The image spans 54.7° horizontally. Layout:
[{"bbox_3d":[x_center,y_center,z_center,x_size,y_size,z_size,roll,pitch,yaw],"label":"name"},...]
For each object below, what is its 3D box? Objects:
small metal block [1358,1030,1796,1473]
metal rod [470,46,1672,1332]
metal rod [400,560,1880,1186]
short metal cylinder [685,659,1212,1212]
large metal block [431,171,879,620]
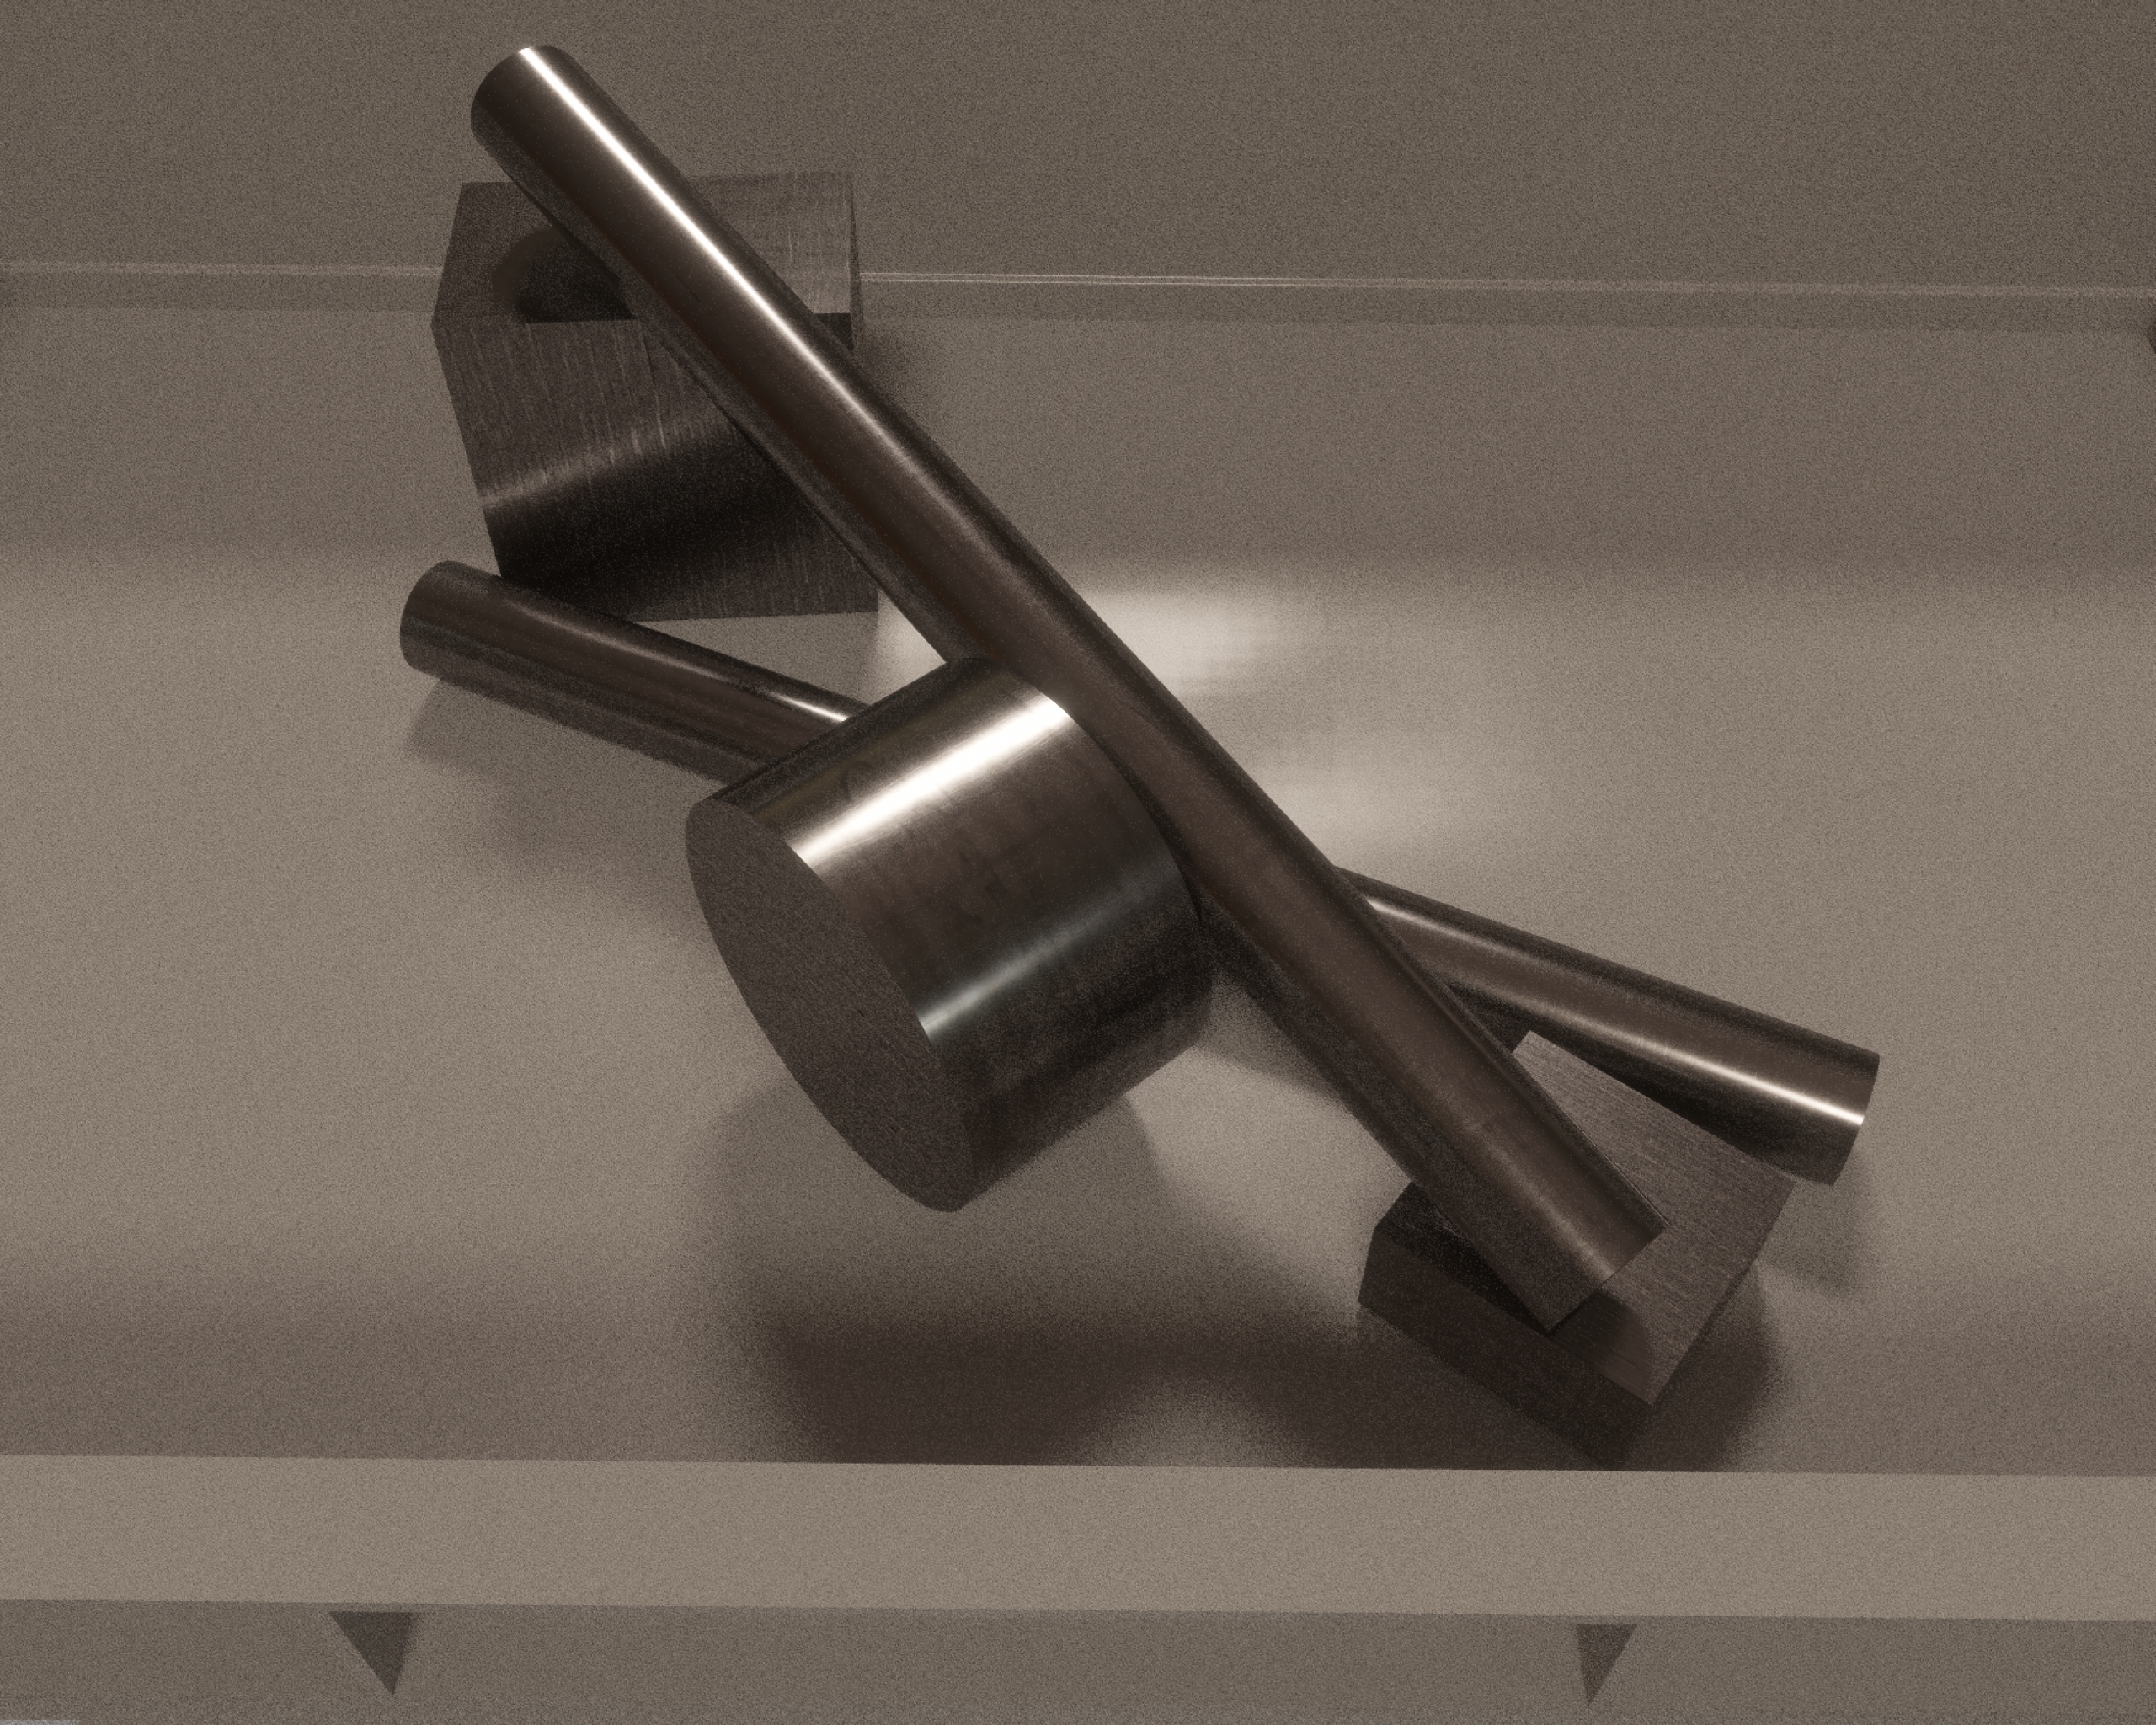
[{"bbox_3d":[0.083,0.064,0.351,0.050,0.025,0.050,31,56,23],"label":"small metal block"},{"bbox_3d":[-0.014,-0.043,0.364,0.025,0.025,0.300,-33,70,-25],"label":"metal rod"},{"bbox_3d":[0.000,-0.004,0.406,0.301,0.025,0.025,20,53,15],"label":"metal rod"},{"bbox_3d":[-0.023,0.012,0.356,0.050,0.080,0.080,-33,58,-25],"label":"short metal cylinder"},{"bbox_3d":[-0.086,-0.099,0.450,0.081,0.080,0.050,-3,50,-3],"label":"large metal block"}]
